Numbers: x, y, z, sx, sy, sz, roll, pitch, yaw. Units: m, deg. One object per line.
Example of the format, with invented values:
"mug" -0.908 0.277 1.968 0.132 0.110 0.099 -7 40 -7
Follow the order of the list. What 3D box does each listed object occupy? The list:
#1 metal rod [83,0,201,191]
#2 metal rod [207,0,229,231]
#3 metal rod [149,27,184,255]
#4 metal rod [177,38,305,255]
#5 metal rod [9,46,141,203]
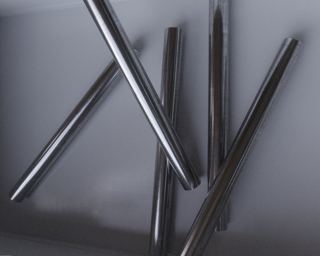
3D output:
"metal rod" -0.025 -0.055 0.357 0.025 0.025 0.299 -22 107 19
"metal rod" 0.072 -0.025 0.384 0.025 0.025 0.298 0 90 20
"metal rod" 0.008 0.021 0.407 0.025 0.025 0.298 5 92 20
"metal rod" 0.088 0.037 0.358 0.025 0.025 0.299 26 91 18
"metal rod" -0.132 -0.001 0.456 0.025 0.025 0.299 44 104 14
